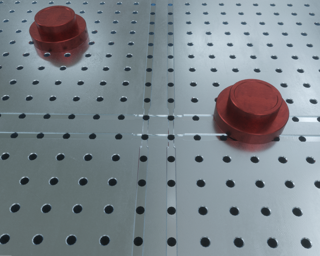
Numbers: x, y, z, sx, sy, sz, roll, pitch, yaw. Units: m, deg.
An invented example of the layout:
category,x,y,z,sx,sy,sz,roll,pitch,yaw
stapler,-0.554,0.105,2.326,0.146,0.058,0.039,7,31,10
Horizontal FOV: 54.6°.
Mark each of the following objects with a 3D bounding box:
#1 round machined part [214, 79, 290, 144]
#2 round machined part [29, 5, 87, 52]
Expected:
category,x,y,z,sx,sy,sz,roll,pitch,yaw
round machined part,0.126,-0.029,0.422,0.099,0.042,0.098,0,50,0
round machined part,-0.181,-0.180,0.547,0.099,0.042,0.098,0,50,0
